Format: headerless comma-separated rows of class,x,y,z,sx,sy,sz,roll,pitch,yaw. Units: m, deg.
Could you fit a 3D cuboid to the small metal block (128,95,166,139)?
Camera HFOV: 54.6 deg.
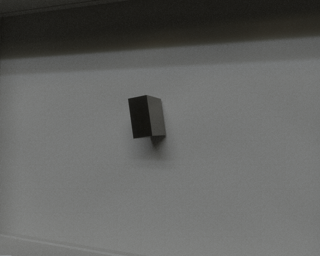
small metal block,-0.016,-0.013,0.399,0.025,0.050,0.050,-9,86,20
